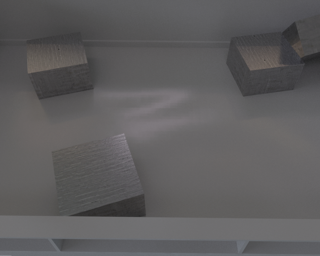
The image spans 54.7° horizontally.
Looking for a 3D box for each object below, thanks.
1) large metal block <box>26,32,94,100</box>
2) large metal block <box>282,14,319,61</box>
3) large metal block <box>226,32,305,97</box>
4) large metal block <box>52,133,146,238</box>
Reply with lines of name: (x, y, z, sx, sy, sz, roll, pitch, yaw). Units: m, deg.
large metal block: (-0.151, -0.096, 0.468, 0.081, 0.050, 0.080, -13, 51, -11)
large metal block: (0.234, -0.134, 0.465, 0.080, 0.080, 0.050, -15, 89, 3)
large metal block: (0.156, -0.099, 0.472, 0.081, 0.050, 0.080, -8, 51, -6)
large metal block: (-0.066, 0.061, 0.337, 0.081, 0.050, 0.080, -14, 52, -12)
